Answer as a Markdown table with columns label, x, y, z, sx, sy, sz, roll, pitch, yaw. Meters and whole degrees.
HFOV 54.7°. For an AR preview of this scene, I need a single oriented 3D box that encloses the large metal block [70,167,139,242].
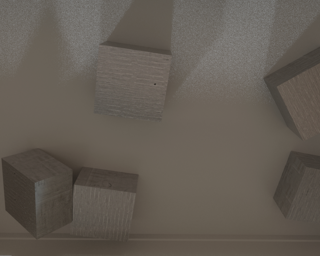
| label | x | y | z | sx | sy | sz | roll | pitch | yaw |
| --- | --- | --- | --- | --- | --- | --- | --- | --- | --- |
| large metal block | -0.077 | 0.107 | 0.436 | 0.081 | 0.050 | 0.079 | 9 | 110 | -4 |

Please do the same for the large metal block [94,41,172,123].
| label | x | y | z | sx | sy | sz | roll | pitch | yaw |
| --- | --- | --- | --- | --- | --- | --- | --- | --- | --- |
| large metal block | -0.032 | -0.057 | 0.376 | 0.081 | 0.050 | 0.079 | 8 | 110 | -3 |

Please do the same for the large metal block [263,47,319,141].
| label | x | y | z | sx | sy | sz | roll | pitch | yaw |
| --- | --- | --- | --- | --- | --- | --- | --- | --- | --- |
| large metal block | 0.189 | -0.044 | 0.383 | 0.080 | 0.050 | 0.080 | -30 | 108 | 10 |

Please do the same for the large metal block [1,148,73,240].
| label | x | y | z | sx | sy | sz | roll | pitch | yaw |
| --- | --- | --- | --- | --- | --- | --- | --- | --- | --- |
| large metal block | -0.160 | 0.082 | 0.406 | 0.080 | 0.050 | 0.079 | 21 | 115 | 35 |

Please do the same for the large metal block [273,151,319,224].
| label | x | y | z | sx | sy | sz | roll | pitch | yaw |
| --- | --- | --- | --- | --- | --- | --- | --- | --- | --- |
| large metal block | 0.217 | 0.085 | 0.431 | 0.081 | 0.050 | 0.079 | 11 | 110 | -4 |
